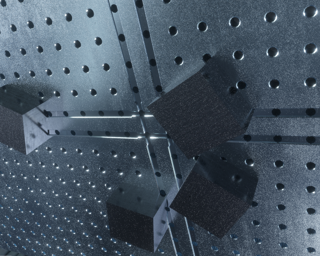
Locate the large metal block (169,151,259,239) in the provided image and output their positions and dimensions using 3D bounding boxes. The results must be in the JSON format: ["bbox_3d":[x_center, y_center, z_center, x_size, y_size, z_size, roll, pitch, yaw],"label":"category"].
[{"bbox_3d":[0.070,0.087,0.411,0.080,0.050,0.079,30,128,8],"label":"large metal block"}]

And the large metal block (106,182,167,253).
[{"bbox_3d":[-0.036,0.143,0.501,0.080,0.050,0.079,13,124,20],"label":"large metal block"}]

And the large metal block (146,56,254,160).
[{"bbox_3d":[0.047,-0.021,0.356,0.080,0.050,0.080,-31,101,37],"label":"large metal block"}]

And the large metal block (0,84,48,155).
[{"bbox_3d":[-0.235,-0.014,0.507,0.080,0.050,0.079,23,127,14],"label":"large metal block"}]
